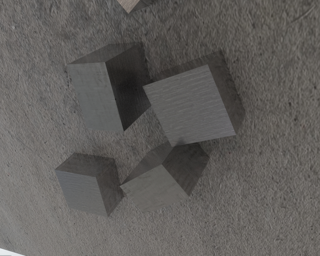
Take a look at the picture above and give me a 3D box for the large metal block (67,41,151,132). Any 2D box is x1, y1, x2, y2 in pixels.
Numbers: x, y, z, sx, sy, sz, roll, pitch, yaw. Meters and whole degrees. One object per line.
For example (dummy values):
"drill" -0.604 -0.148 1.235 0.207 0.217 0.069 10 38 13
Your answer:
"large metal block" -0.053 -0.051 0.368 0.050 0.080 0.080 3 120 27

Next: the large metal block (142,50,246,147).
"large metal block" 0.040 -0.031 0.350 0.080 0.050 0.080 -13 112 33

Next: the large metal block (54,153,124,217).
"large metal block" -0.114 0.092 0.507 0.080 0.050 0.079 5 121 25

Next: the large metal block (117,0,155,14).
"large metal block" -0.022 -0.173 0.295 0.080 0.050 0.080 48 129 -6

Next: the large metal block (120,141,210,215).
"large metal block" 0.008 0.057 0.403 0.080 0.080 0.050 -33 100 38
